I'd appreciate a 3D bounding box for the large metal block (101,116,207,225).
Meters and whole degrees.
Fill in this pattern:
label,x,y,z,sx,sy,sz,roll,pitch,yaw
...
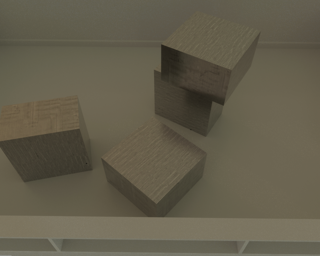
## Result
label,x,y,z,sx,sy,sz,roll,pitch,yaw
large metal block,-0.006,0.045,0.351,0.080,0.050,0.080,35,58,25

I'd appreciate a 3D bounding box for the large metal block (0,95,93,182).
label,x,y,z,sx,sy,sz,roll,pitch,yaw
large metal block,-0.127,0.014,0.357,0.081,0.080,0.050,-9,51,-8

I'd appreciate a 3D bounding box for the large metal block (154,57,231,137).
label,x,y,z,sx,sy,sz,roll,pitch,yaw
large metal block,0.040,-0.046,0.408,0.080,0.080,0.050,25,55,20

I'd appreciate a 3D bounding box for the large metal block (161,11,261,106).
label,x,y,z,sx,sy,sz,roll,pitch,yaw
large metal block,0.057,-0.082,0.354,0.080,0.050,0.080,26,55,20
